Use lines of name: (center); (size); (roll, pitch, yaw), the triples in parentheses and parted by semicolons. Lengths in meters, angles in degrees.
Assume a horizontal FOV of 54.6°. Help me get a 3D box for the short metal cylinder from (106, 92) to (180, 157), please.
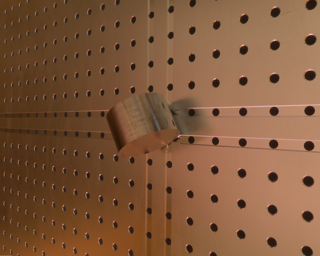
short metal cylinder: (-0.021, -0.002, 0.391); (0.080, 0.081, 0.050); (-35, 68, 35)
